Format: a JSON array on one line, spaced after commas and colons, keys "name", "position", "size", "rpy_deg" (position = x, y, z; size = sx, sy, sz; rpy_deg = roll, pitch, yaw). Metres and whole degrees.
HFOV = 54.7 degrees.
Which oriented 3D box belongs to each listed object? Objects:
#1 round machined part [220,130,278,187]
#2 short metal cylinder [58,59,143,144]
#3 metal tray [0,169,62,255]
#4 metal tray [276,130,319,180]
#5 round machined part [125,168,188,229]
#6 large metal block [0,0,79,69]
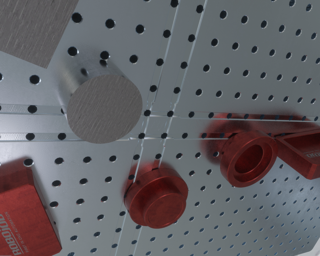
[{"name": "round machined part", "position": [0.139, 0.045, 0.504], "size": [0.099, 0.042, 0.097], "rpy_deg": [-14, 124, -21]}, {"name": "short metal cylinder", "position": [-0.066, -0.030, 0.341], "size": [0.081, 0.050, 0.079], "rpy_deg": [-14, 124, -21]}, {"name": "metal tray", "position": [-0.184, 0.121, 0.382], "size": [0.091, 0.030, 0.129], "rpy_deg": [-19, 126, -18]}, {"name": "metal tray", "position": [0.278, 0.042, 0.546], "size": [0.131, 0.090, 0.030], "rpy_deg": [-7, 122, -25]}, {"name": "round machined part", "position": [0.001, 0.113, 0.471], "size": [0.099, 0.042, 0.097], "rpy_deg": [-14, 124, -21]}, {"name": "large metal block", "position": [-0.122, -0.108, 0.261], "size": [0.080, 0.050, 0.080], "rpy_deg": [20, 108, -36]}]
